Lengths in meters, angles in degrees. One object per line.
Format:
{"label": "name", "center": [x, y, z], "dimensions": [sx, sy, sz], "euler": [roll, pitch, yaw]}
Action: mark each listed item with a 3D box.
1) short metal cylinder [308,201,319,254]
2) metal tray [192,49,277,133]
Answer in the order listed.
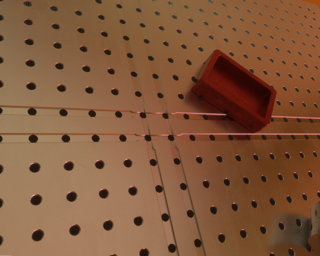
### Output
{"label": "short metal cylinder", "center": [0.247, 0.140, 0.420], "dimensions": [0.080, 0.080, 0.050], "euler": [33, 52, -7]}
{"label": "metal tray", "center": [0.125, -0.061, 0.509], "dimensions": [0.130, 0.030, 0.090], "euler": [33, 51, -7]}
